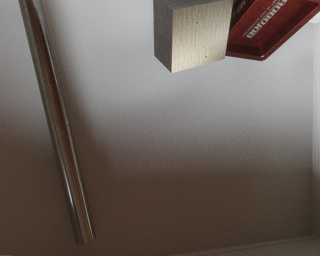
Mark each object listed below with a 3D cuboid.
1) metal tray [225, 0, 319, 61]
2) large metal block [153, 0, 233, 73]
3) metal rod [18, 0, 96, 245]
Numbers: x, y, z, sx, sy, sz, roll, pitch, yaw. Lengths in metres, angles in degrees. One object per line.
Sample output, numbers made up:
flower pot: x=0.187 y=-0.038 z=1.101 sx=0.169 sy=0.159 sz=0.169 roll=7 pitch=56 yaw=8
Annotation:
metal tray: x=0.136 y=-0.141 z=0.405 sx=0.091 sy=0.129 sz=0.030 roll=3 pitch=67 yaw=-21
large metal block: x=0.039 y=-0.125 z=0.392 sx=0.081 sy=0.050 sz=0.079 roll=-18 pitch=135 yaw=-19
metal rod: x=-0.120 y=-0.010 z=0.366 sx=0.025 sy=0.025 sz=0.298 roll=-13 pitch=95 yaw=-20
